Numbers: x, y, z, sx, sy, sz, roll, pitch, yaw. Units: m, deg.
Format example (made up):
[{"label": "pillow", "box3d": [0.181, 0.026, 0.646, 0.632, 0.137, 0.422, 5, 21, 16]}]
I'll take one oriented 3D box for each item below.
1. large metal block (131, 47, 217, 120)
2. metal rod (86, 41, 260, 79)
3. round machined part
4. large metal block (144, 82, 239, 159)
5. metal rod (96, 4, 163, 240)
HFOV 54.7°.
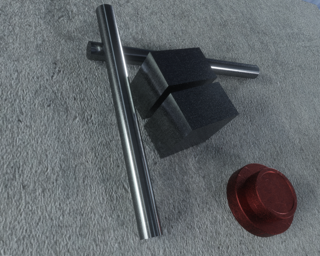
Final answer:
[{"label": "large metal block", "box3d": [0.014, -0.059, 0.414, 0.081, 0.080, 0.050, -15, 70, -34]}, {"label": "metal rod", "box3d": [0.037, -0.103, 0.488, 0.303, 0.025, 0.025, 1, 62, -28]}, {"label": "round machined part", "box3d": [0.143, 0.092, 0.416, 0.099, 0.042, 0.098, 14, 56, -21]}, {"label": "large metal block", "box3d": [0.038, -0.010, 0.397, 0.081, 0.080, 0.050, -18, 71, -35]}, {"label": "metal rod", "box3d": [-0.042, -0.022, 0.375, 0.025, 0.025, 0.299, -3, 69, -30]}]
